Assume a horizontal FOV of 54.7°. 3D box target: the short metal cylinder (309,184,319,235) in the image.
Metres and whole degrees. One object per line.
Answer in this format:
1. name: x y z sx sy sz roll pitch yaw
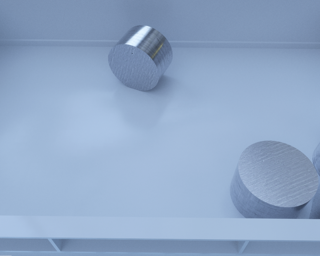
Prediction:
1. short metal cylinder: 0.190 0.076 0.307 0.050 0.080 0.080 21 53 17

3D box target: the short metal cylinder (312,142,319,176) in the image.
1. short metal cylinder: 0.230 0.032 0.364 0.080 0.050 0.080 0 50 0

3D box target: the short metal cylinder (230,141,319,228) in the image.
1. short metal cylinder: 0.121 0.061 0.339 0.080 0.050 0.080 0 50 0

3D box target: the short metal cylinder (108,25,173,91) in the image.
1. short metal cylinder: -0.028 -0.102 0.454 0.080 0.080 0.050 19 53 15
